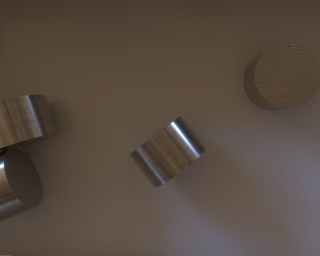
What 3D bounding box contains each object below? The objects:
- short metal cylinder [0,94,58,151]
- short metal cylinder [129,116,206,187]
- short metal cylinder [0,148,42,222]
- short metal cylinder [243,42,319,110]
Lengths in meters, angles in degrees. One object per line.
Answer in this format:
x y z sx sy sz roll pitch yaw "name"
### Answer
-0.174 -0.005 0.382 0.080 0.080 0.050 -18 90 0 "short metal cylinder"
0.009 0.028 0.384 0.080 0.080 0.050 -37 90 0 "short metal cylinder"
-0.191 0.070 0.382 0.050 0.080 0.080 -23 90 0 "short metal cylinder"
0.155 -0.064 0.400 0.081 0.050 0.080 0 90 0 "short metal cylinder"
